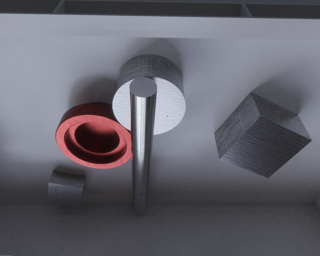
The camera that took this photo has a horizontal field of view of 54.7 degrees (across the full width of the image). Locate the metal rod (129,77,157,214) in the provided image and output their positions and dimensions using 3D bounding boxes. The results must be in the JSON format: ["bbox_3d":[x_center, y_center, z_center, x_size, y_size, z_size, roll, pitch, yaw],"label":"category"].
[{"bbox_3d":[-0.024,0.048,0.402,0.025,0.025,0.298,2,145,-3],"label":"metal rod"}]

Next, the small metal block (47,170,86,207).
[{"bbox_3d":[-0.148,0.097,0.489,0.050,0.025,0.050,12,129,-11],"label":"small metal block"}]

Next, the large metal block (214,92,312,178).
[{"bbox_3d":[0.130,0.011,0.405,0.080,0.050,0.080,22,127,-18],"label":"large metal block"}]

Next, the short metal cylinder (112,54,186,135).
[{"bbox_3d":[-0.012,-0.038,0.360,0.081,0.050,0.079,-1,130,0],"label":"short metal cylinder"}]

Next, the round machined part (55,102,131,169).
[{"bbox_3d":[-0.079,0.005,0.398,0.099,0.042,0.097,1,133,2],"label":"round machined part"}]
